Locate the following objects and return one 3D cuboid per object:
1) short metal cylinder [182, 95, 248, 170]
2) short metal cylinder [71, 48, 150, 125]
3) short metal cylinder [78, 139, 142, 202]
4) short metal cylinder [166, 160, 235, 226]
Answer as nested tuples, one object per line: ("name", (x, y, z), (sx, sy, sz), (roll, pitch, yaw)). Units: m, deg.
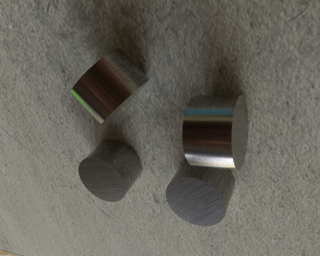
("short metal cylinder", (0.063, 0.004, 0.340), (0.050, 0.080, 0.079), (2, 120, 27))
("short metal cylinder", (-0.058, -0.049, 0.370), (0.050, 0.080, 0.080), (47, 129, -5))
("short metal cylinder", (-0.074, 0.064, 0.468), (0.080, 0.050, 0.079), (13, 124, 20))
("short metal cylinder", (0.054, 0.083, 0.412), (0.080, 0.050, 0.079), (13, 124, 20))
